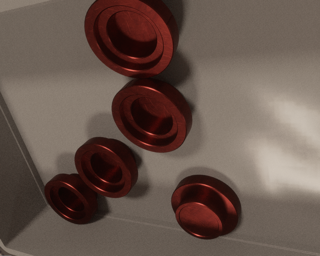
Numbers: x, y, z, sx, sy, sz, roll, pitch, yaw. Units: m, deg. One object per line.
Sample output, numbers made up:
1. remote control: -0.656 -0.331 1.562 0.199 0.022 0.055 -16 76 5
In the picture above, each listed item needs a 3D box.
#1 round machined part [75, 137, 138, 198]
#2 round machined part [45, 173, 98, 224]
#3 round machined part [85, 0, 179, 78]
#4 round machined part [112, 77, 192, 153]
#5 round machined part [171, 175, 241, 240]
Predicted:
1. round machined part: -0.076 0.055 0.470 0.098 0.042 0.097 13 124 20
2. round machined part: -0.151 0.120 0.549 0.098 0.042 0.097 13 124 20
3. round machined part: -0.027 -0.105 0.334 0.098 0.042 0.097 12 139 11
4. round machined part: -0.006 -0.020 0.382 0.098 0.042 0.097 15 133 18
5. round machined part: 0.061 0.118 0.438 0.098 0.042 0.097 13 124 20
